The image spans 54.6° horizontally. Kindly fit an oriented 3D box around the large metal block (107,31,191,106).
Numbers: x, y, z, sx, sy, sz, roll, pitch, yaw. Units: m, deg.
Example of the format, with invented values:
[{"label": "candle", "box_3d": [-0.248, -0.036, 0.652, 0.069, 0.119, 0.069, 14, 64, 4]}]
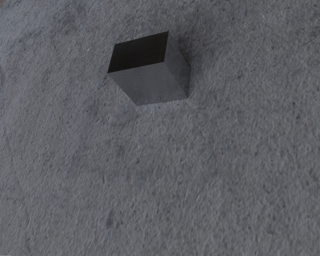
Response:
[{"label": "large metal block", "box_3d": [-0.011, -0.077, 0.423, 0.080, 0.080, 0.050, -6, 59, 25]}]
